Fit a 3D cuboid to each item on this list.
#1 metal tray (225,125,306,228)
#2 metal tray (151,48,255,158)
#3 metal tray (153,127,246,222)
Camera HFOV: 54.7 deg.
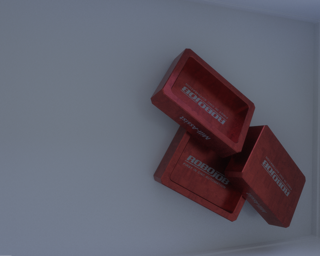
[{"bbox_3d":[0.155,0.070,0.445,0.130,0.030,0.090,47,61,-24],"label":"metal tray"},{"bbox_3d":[0.062,-0.033,0.411,0.130,0.030,0.090,37,55,-14],"label":"metal tray"},{"bbox_3d":[0.068,0.062,0.434,0.130,0.030,0.090,32,80,-18],"label":"metal tray"}]
